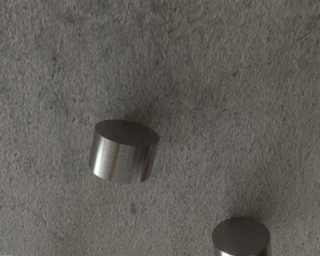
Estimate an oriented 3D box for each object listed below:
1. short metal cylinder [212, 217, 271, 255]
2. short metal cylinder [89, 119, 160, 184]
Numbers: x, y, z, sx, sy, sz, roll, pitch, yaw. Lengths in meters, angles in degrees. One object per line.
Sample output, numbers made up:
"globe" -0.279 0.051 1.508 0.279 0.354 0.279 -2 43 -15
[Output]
"short metal cylinder" 0.118 0.175 0.447 0.080 0.080 0.050 -10 110 3
"short metal cylinder" -0.045 0.028 0.390 0.081 0.080 0.050 12 110 -5
